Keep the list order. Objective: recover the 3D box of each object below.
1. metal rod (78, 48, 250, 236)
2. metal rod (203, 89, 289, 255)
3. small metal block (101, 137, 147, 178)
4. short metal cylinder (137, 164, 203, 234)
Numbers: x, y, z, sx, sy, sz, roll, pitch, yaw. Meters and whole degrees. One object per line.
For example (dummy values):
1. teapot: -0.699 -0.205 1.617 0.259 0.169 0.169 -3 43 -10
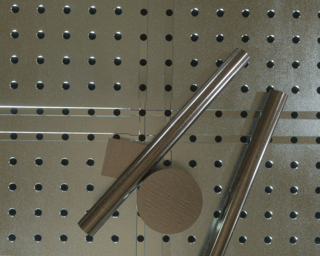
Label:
1. metal rod: 0.010 0.012 0.394 0.025 0.025 0.300 42 82 0
2. metal rod: 0.104 0.092 0.414 0.025 0.025 0.299 22 90 -1
3. small metal block: -0.047 0.042 0.413 0.050 0.025 0.050 12 90 -1
4. short metal cylinder: 0.012 0.089 0.401 0.081 0.050 0.079 0 90 -1
